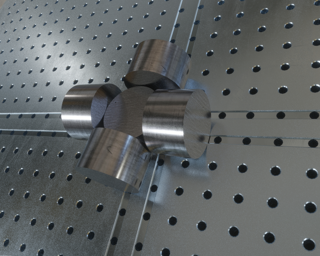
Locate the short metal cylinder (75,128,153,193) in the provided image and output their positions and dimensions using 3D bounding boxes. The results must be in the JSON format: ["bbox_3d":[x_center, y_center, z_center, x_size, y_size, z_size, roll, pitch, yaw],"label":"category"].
[{"bbox_3d":[-0.054,0.041,0.375,0.080,0.080,0.050,6,65,31],"label":"short metal cylinder"}]

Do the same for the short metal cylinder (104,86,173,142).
[{"bbox_3d":[-0.027,-0.009,0.412,0.080,0.050,0.080,-12,57,20],"label":"short metal cylinder"}]

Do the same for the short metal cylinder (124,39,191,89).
[{"bbox_3d":[-0.002,-0.073,0.419,0.080,0.080,0.050,3,63,29],"label":"short metal cylinder"}]

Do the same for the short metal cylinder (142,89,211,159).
[{"bbox_3d":[0.022,-0.006,0.365,0.050,0.080,0.080,4,64,30],"label":"short metal cylinder"}]

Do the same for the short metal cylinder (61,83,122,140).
[{"bbox_3d":[-0.089,-0.021,0.433,0.050,0.080,0.080,2,63,28],"label":"short metal cylinder"}]
